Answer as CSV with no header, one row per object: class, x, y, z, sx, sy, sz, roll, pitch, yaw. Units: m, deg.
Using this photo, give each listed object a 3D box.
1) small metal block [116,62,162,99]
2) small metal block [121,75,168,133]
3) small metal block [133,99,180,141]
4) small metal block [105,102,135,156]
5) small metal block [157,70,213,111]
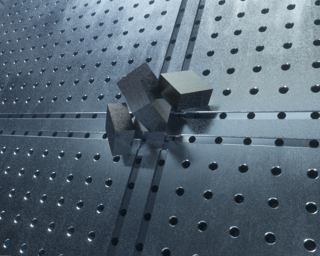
small metal block,-0.025,-0.057,0.442,0.050,0.050,0.025,-35,51,5
small metal block,-0.020,-0.029,0.389,0.025,0.050,0.050,-31,52,8
small metal block,-0.005,-0.012,0.419,0.050,0.025,0.050,1,62,27
small metal block,-0.055,0.002,0.417,0.025,0.050,0.050,-6,50,-20
small metal block,0.032,-0.051,0.406,0.050,0.025,0.050,-13,44,-29
